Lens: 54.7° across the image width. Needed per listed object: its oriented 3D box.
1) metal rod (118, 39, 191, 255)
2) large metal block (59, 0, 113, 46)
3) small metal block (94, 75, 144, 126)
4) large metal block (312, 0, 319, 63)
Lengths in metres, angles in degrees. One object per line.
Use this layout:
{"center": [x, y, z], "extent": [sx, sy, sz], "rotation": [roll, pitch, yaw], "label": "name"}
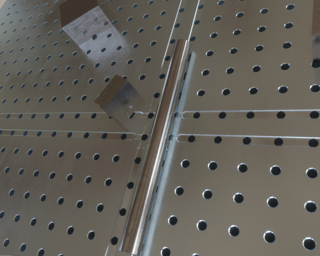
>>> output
{"center": [0.000, 0.006, 0.404], "extent": [0.025, 0.025, 0.300], "rotation": [0, 62, 28], "label": "metal rod"}
{"center": [-0.145, -0.220, 0.603], "extent": [0.080, 0.050, 0.080], "rotation": [-27, 52, 11], "label": "large metal block"}
{"center": [-0.058, -0.040, 0.447], "extent": [0.025, 0.050, 0.050], "rotation": [29, 78, 37], "label": "small metal block"}
{"center": [0.220, -0.125, 0.353], "extent": [0.080, 0.050, 0.080], "rotation": [1, 62, 29], "label": "large metal block"}
